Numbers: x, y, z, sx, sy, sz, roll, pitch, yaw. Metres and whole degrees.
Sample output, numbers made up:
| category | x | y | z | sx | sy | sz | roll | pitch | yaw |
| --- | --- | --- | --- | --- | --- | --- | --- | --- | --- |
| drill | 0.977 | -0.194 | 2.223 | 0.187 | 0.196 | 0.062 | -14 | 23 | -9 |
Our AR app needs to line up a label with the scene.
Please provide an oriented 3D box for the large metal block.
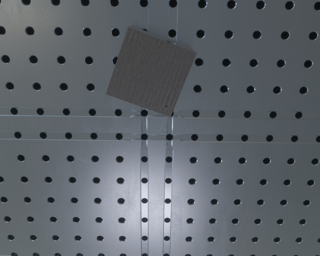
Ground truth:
| category | x | y | z | sx | sy | sz | roll | pitch | yaw |
| --- | --- | --- | --- | --- | --- | --- | --- | --- | --- |
| large metal block | -0.011 | -0.070 | 0.374 | 0.080 | 0.050 | 0.080 | 19 | 109 | -7 |
